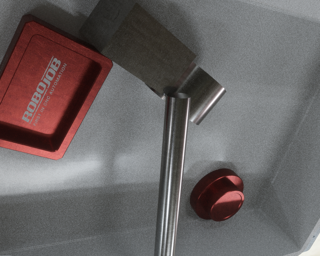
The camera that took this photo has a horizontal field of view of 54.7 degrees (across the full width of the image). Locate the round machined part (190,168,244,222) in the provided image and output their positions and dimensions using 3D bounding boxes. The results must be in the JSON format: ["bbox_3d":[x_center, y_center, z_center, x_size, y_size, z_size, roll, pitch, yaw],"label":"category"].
[{"bbox_3d":[0.104,0.121,0.532,0.099,0.042,0.097,-14,125,-21],"label":"round machined part"}]

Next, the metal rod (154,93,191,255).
[{"bbox_3d":[0.009,0.108,0.355,0.025,0.025,0.298,-6,111,-26],"label":"metal rod"}]

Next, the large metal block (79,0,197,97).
[{"bbox_3d":[-0.024,-0.085,0.309,0.080,0.080,0.050,30,101,-38],"label":"large metal block"}]

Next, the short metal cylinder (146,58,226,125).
[{"bbox_3d":[0.030,-0.047,0.362,0.080,0.080,0.050,32,100,-39],"label":"short metal cylinder"}]

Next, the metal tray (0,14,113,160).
[{"bbox_3d":[-0.119,-0.036,0.318,0.091,0.030,0.129,22,107,-37],"label":"metal tray"}]
